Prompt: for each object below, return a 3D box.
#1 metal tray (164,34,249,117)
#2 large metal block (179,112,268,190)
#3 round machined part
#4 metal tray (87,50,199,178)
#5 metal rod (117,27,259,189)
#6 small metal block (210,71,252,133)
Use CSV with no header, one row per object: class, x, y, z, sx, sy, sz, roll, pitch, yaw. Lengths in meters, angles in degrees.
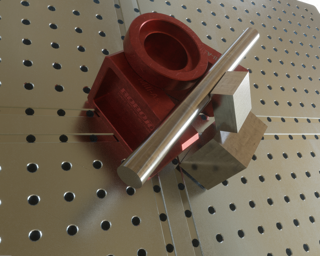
metal tray,0.046,-0.075,0.438,0.131,0.090,0.030,28,53,-11
large metal block,0.081,0.023,0.400,0.050,0.080,0.080,42,51,0
round machined part,0.003,-0.084,0.363,0.099,0.042,0.098,14,56,-21
metal tray,-0.025,-0.014,0.362,0.030,0.090,0.130,-33,81,-38
metal rod,0.053,-0.046,0.350,0.025,0.025,0.301,42,51,0
small metal block,0.082,-0.030,0.352,0.025,0.050,0.050,9,42,32
